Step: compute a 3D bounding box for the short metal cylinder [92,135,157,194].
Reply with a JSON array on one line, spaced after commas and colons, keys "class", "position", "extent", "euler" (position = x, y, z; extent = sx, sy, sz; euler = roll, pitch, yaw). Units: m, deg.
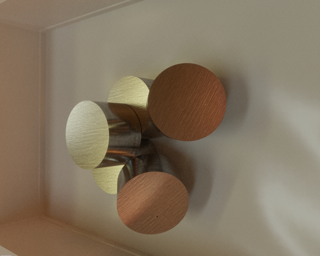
[{"class": "short metal cylinder", "position": [-0.050, 0.047, 0.428], "extent": [0.080, 0.050, 0.079], "euler": [0, 90, 39]}]

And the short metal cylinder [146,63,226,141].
[{"class": "short metal cylinder", "position": [0.026, -0.026, 0.339], "extent": [0.081, 0.050, 0.079], "euler": [0, 89, -5]}]

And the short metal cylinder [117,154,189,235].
[{"class": "short metal cylinder", "position": [-0.010, 0.077, 0.367], "extent": [0.050, 0.081, 0.079], "euler": [-112, 39, -71]}]

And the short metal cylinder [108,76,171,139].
[{"class": "short metal cylinder", "position": [-0.024, -0.025, 0.406], "extent": [0.080, 0.050, 0.079], "euler": [0, 90, 39]}]

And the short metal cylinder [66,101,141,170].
[{"class": "short metal cylinder", "position": [-0.070, 0.008, 0.377], "extent": [0.080, 0.050, 0.079], "euler": [0, 90, 39]}]
